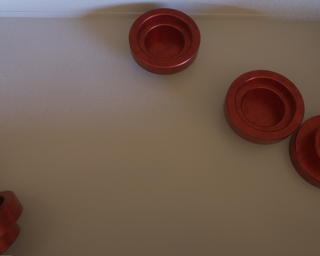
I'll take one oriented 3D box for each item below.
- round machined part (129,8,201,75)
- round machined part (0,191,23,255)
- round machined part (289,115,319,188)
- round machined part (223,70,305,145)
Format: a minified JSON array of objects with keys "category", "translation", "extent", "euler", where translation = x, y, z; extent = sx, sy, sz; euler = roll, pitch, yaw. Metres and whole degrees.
[{"category":"round machined part","translation":[0.007,-0.118,0.444],"extent":[0.099,0.042,0.098],"euler":[0,70,0]},{"category":"round machined part","translation":[-0.196,0.115,0.338],"extent":[0.099,0.098,0.042],"euler":[-28,108,-10]},{"category":"round machined part","translation":[0.221,0.027,0.392],"extent":[0.099,0.042,0.098],"euler":[0,70,0]},{"category":"round machined part","translation":[0.133,-0.024,0.410],"extent":[0.099,0.042,0.098],"euler":[0,70,0]}]
